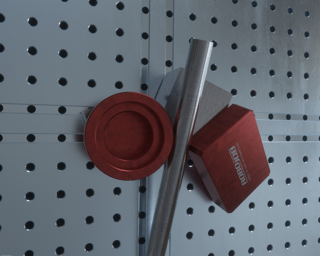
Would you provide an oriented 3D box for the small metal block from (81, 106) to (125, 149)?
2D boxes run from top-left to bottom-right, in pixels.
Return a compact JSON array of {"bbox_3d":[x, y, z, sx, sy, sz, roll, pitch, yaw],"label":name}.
[{"bbox_3d":[-0.064,-0.006,0.386,0.050,0.025,0.050,-23,98,-19],"label":"small metal block"}]

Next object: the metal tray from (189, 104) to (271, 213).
[{"bbox_3d":[0.097,0.044,0.415,0.090,0.030,0.130,-40,128,-15],"label":"metal tray"}]

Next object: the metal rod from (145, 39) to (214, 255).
[{"bbox_3d":[0.018,0.047,0.373,0.025,0.025,0.298,7,104,-20],"label":"metal rod"}]

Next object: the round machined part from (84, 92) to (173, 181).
[{"bbox_3d":[-0.038,0.009,0.357,0.099,0.042,0.097,0,91,-17],"label":"round machined part"}]

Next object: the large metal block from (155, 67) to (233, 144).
[{"bbox_3d":[0.037,-0.023,0.410,0.080,0.050,0.080,24,82,-19],"label":"large metal block"}]
